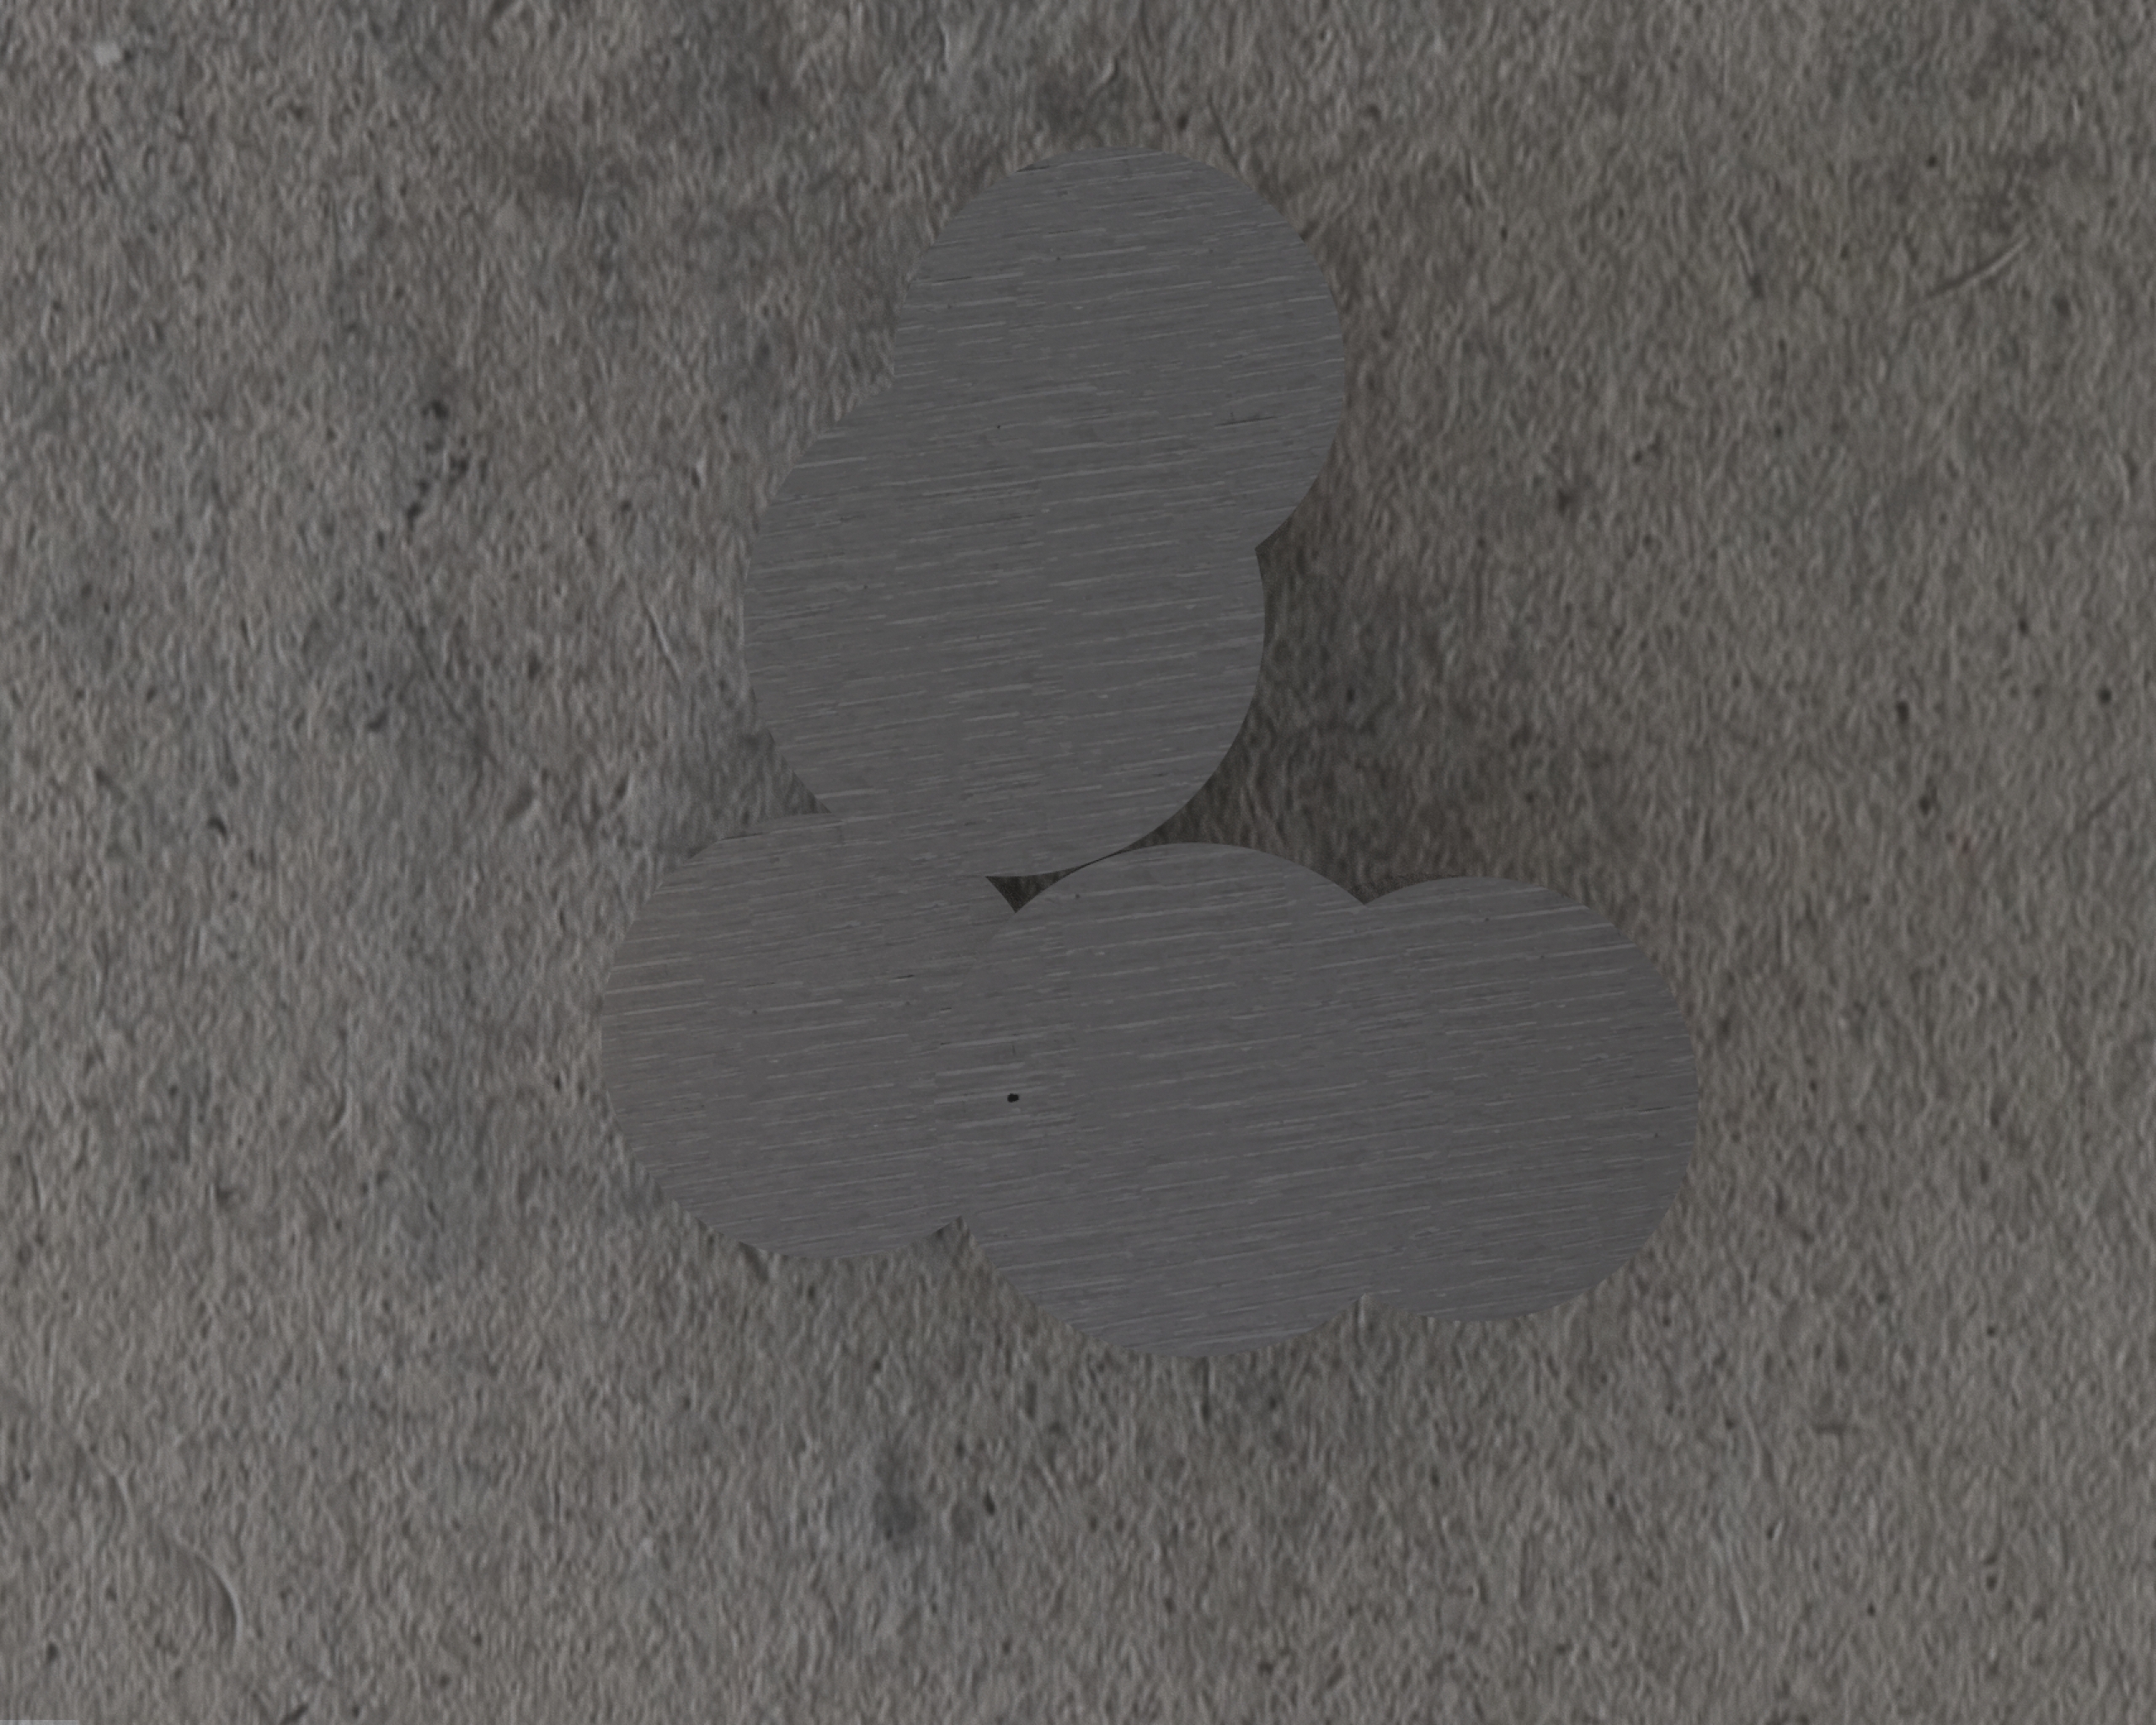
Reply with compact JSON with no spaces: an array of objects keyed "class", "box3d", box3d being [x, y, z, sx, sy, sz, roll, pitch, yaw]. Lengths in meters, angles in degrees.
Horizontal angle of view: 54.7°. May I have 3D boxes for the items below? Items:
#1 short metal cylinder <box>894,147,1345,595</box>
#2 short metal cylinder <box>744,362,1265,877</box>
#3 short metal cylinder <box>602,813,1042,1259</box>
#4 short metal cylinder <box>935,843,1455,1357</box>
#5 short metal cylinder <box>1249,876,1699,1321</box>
[{"class":"short metal cylinder","box3d":[0.007,-0.088,0.397,0.081,0.050,0.080,0,90,0]},{"class":"short metal cylinder","box3d":[-0.011,-0.038,0.347,0.081,0.050,0.080,0,90,0]},{"class":"short metal cylinder","box3d":[-0.045,0.031,0.397,0.081,0.050,0.080,0,90,0]},{"class":"short metal cylinder","box3d":[0.018,0.037,0.347,0.081,0.050,0.080,0,90,0]},{"class":"short metal cylinder","box3d":[0.071,0.042,0.398,0.081,0.050,0.080,0,90,0]}]
